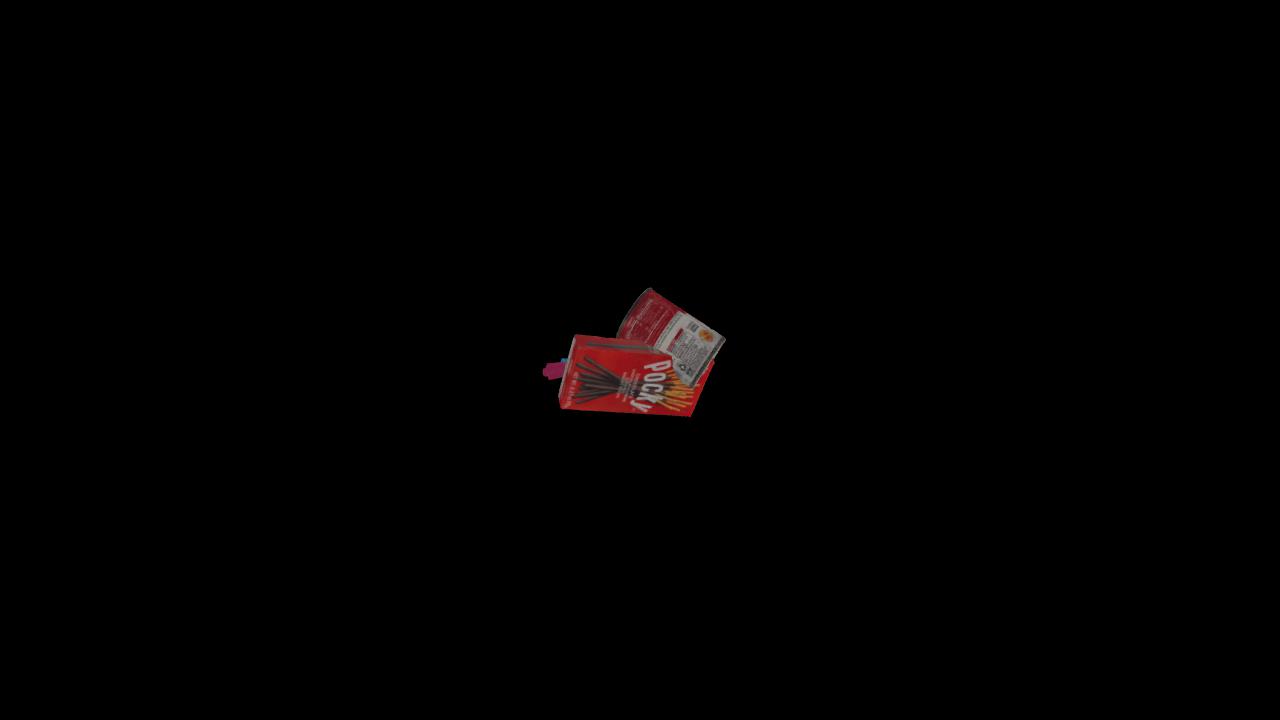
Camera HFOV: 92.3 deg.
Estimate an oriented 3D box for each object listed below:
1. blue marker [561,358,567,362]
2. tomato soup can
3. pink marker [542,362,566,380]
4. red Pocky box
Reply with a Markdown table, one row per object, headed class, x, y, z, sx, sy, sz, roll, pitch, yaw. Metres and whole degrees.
| class | x | y | z | sx | sy | sz | roll | pitch | yaw |
| --- | --- | --- | --- | --- | --- | --- | --- | --- | --- |
| blue marker | -0.037 | 0.008 | 0.712 | 0.121 | 0.020 | 0.020 | 1 | 0 | 4 |
| tomato soup can | 0.034 | -0.023 | 0.667 | 0.101 | 0.068 | 0.068 | 34 | 5 | 8 |
| pink marker | -0.049 | 0.005 | 0.678 | 0.121 | 0.020 | 0.020 | -9 | -1 | 9 |
| red Pocky box | -0.003 | 0.019 | 0.659 | 0.155 | 0.083 | 0.028 | 5 | 34 | -20 |
